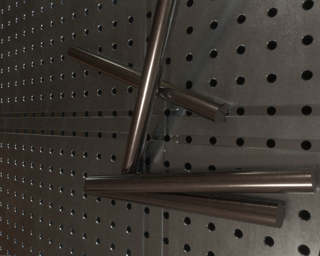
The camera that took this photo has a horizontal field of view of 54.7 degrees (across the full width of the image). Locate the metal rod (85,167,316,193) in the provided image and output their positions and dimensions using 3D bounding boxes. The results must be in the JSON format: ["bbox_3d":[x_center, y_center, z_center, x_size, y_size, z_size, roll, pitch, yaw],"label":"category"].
[{"bbox_3d":[0.021,0.066,0.374,0.300,0.025,0.025,-8,85,34],"label":"metal rod"}]

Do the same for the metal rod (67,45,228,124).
[{"bbox_3d":[-0.038,-0.072,0.438,0.300,0.025,0.025,27,107,36],"label":"metal rod"}]

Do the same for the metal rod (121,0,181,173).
[{"bbox_3d":[-0.010,-0.064,0.376,0.025,0.025,0.298,35,124,34],"label":"metal rod"}]

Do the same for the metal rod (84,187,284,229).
[{"bbox_3d":[0.004,0.092,0.404,0.300,0.025,0.025,-2,89,39],"label":"metal rod"}]
